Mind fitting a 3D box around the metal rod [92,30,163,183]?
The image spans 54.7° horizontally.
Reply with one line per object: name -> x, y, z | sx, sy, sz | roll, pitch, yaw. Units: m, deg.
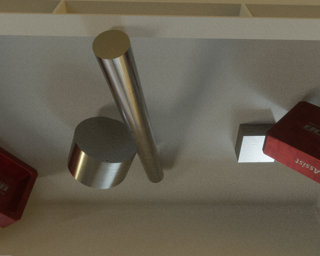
metal rod -> -0.019, 0.008, 0.338 | 0.025, 0.025, 0.299 | -4, 155, 3

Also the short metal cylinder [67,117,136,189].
short metal cylinder -> -0.073, 0.031, 0.398 | 0.081, 0.080, 0.050 | 15, 128, -13

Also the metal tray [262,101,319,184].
metal tray -> 0.196, 0.024, 0.347 | 0.091, 0.130, 0.030 | -34, 139, -32

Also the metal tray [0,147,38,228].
metal tray -> -0.238, 0.065, 0.417 | 0.030, 0.090, 0.130 | -31, 124, 23

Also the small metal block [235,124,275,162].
small metal block -> 0.135, 0.021, 0.429 | 0.050, 0.025, 0.050 | -1, 130, 0
